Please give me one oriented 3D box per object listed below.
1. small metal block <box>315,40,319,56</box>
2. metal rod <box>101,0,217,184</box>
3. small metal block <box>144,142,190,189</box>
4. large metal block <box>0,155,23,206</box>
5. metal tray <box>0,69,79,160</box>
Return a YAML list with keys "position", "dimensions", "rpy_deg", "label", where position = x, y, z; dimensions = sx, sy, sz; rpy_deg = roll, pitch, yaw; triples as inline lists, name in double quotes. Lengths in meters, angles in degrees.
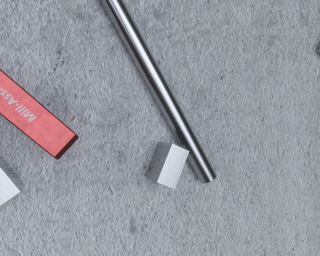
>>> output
- position: [0.297, -0.139, 0.521]
  dimensions: [0.050, 0.025, 0.050]
  rpy_deg: [30, 80, -18]
  label: "small metal block"
- position: [-0.003, -0.057, 0.408]
  dimensions: [0.025, 0.025, 0.299]
  rpy_deg: [-32, 101, -17]
  label: "metal rod"
- position: [0.008, 0.047, 0.400]
  dimensions: [0.025, 0.050, 0.050]
  rpy_deg: [25, 82, -19]
  label: "small metal block"
- position: [-0.204, 0.056, 0.320]
  dimensions: [0.080, 0.050, 0.080]
  rpy_deg: [-37, 102, -16]
  label: "large metal block"
- position: [-0.148, -0.024, 0.320]
  dimensions: [0.130, 0.090, 0.030]
  rpy_deg: [44, 76, -15]
  label: "metal tray"
